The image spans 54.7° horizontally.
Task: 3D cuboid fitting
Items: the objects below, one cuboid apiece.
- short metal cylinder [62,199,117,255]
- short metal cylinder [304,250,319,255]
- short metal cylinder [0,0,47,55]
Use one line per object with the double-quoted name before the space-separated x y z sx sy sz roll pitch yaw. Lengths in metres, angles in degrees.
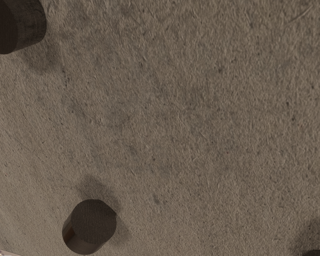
"short metal cylinder" -0.123 0.172 0.540 0.080 0.080 0.050 39 129 1
"short metal cylinder" 0.207 0.204 0.388 0.080 0.080 0.050 21 126 15
"short metal cylinder" -0.198 -0.142 0.404 0.080 0.050 0.079 13 124 20
